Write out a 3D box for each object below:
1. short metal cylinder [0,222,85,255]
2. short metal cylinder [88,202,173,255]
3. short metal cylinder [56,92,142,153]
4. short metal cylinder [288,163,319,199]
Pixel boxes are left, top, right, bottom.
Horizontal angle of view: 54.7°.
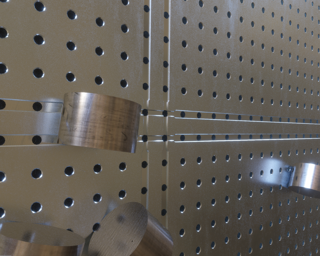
[{"bbox_3d":[-0.114,0.120,0.279,0.080,0.080,0.050,21,77,-39],"label":"short metal cylinder"},{"bbox_3d":[-0.033,0.131,0.348,0.050,0.080,0.080,52,59,-28],"label":"short metal cylinder"},{"bbox_3d":[-0.062,-0.003,0.323,0.081,0.080,0.050,12,83,-40],"label":"short metal cylinder"},{"bbox_3d":[0.313,0.110,0.640,0.080,0.080,0.050,32,70,-36],"label":"short metal cylinder"}]
